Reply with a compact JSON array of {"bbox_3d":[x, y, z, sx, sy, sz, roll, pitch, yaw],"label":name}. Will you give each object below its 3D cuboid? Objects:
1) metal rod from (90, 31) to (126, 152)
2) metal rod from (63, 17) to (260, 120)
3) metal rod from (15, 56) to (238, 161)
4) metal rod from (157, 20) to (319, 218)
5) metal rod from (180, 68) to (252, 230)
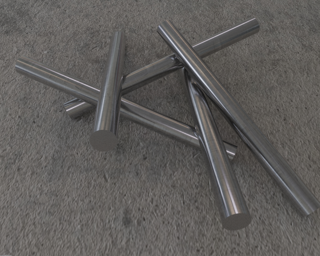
[{"bbox_3d":[-0.061,-0.071,0.409,0.025,0.025,0.300,-3,34,-2],"label":"metal rod"},{"bbox_3d":[0.008,-0.089,0.444,0.302,0.025,0.025,-26,54,-8],"label":"metal rod"},{"bbox_3d":[-0.048,-0.026,0.396,0.301,0.025,0.025,23,53,7],"label":"metal rod"},{"bbox_3d":[0.084,-0.027,0.385,0.025,0.025,0.299,-26,67,-20],"label":"metal rod"},{"bbox_3d":[0.052,-0.014,0.378,0.025,0.025,0.300,-4,39,-3],"label":"metal rod"}]
